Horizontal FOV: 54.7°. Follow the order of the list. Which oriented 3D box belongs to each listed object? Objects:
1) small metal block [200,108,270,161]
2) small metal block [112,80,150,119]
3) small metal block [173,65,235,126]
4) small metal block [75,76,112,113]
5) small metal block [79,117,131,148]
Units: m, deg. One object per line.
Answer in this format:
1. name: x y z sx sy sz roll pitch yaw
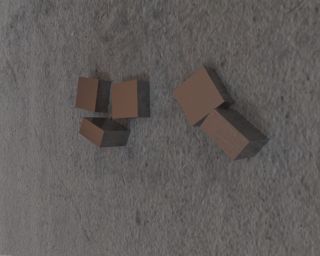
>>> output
1. small metal block: 0.078 0.006 0.323 0.050 0.050 0.025 48 118 29
2. small metal block: -0.041 -0.039 0.437 0.050 0.025 0.050 -2 89 39
3. small metal block: 0.050 -0.036 0.362 0.050 0.025 0.050 -39 66 32
4. small metal block: -0.106 -0.053 0.490 0.050 0.025 0.050 14 99 38
5. small metal block: -0.080 0.005 0.453 0.050 0.050 0.025 29 108 36
